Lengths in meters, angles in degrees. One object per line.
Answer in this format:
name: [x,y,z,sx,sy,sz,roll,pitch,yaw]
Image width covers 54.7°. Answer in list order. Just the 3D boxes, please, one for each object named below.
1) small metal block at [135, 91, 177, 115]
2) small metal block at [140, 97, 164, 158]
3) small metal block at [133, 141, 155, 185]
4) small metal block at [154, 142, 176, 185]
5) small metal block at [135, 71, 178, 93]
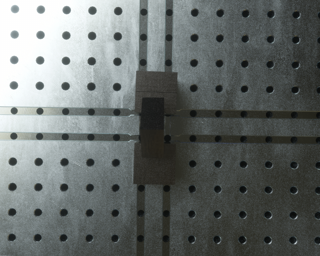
small metal block: [-0.005,-0.031,0.400,0.050,0.050,0.025,2,90,-1]
small metal block: [-0.008,0.000,0.359,0.025,0.050,0.050,1,48,0]
small metal block: [-0.019,0.043,0.400,0.025,0.050,0.050,1,90,0]
small metal block: [0.006,0.044,0.400,0.025,0.050,0.050,1,90,0]
small metal block: [-0.004,-0.056,0.400,0.050,0.050,0.025,2,90,-1]
